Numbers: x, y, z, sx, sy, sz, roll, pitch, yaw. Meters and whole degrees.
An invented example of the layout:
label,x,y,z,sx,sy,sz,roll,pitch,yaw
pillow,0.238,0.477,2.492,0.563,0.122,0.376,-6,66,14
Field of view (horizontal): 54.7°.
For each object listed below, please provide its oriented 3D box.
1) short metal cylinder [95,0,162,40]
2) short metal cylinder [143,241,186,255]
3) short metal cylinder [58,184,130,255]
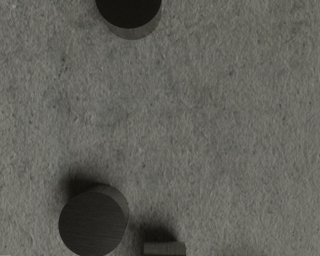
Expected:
label,x,y,z,sx,sy,sz,roll,pitch,yaw
short metal cylinder,-0.038,-0.159,0.397,0.081,0.050,0.079,0,90,-1
short metal cylinder,0.005,0.182,0.383,0.050,0.080,0.079,2,90,0
short metal cylinder,-0.082,0.116,0.397,0.081,0.050,0.079,0,90,-1
